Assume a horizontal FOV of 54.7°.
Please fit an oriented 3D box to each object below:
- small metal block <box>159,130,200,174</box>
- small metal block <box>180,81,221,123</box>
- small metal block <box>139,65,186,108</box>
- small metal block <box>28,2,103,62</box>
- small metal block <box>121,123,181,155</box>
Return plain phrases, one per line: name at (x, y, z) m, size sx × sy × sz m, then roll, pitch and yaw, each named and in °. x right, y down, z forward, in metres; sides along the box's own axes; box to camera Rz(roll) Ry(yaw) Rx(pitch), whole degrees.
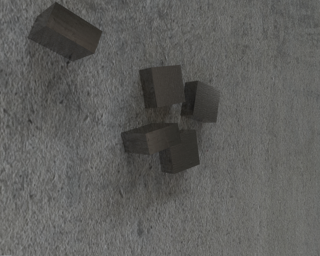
small metal block at (0.026, 0.031, 0.426) m, size 0.050 × 0.025 × 0.050 m, roll -14°, pitch 99°, yaw -39°
small metal block at (0.060, -0.037, 0.455) m, size 0.050 × 0.025 × 0.050 m, roll 15°, pitch 81°, yaw -39°
small metal block at (0.004, -0.055, 0.407) m, size 0.050 × 0.025 × 0.050 m, roll -14°, pitch 99°, yaw -39°
small metal block at (-0.095, -0.093, 0.309) m, size 0.050 × 0.050 × 0.025 m, roll 26°, pitch 74°, yaw -37°
small metal block at (-0.011, 0.012, 0.379) m, size 0.050 × 0.050 × 0.025 m, roll -19°, pitch 102°, yaw -39°
